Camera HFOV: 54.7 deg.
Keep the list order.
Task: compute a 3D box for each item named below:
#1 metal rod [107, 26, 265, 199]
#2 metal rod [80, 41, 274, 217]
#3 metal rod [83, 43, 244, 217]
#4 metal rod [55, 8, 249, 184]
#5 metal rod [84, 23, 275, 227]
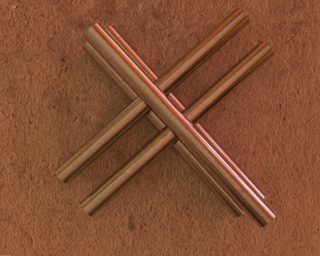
[{"bbox_3d":[0.030,-0.015,0.411,0.025,0.025,0.300,-42,91,0],"label":"metal rod"},{"bbox_3d":[0.022,0.001,0.386,0.300,0.025,0.025,-42,91,-1],"label":"metal rod"},{"bbox_3d":[0.009,-0.001,0.411,0.025,0.025,0.300,-42,91,0],"label":"metal rod"},{"bbox_3d":[-0.009,-0.040,0.386,0.300,0.025,0.025,-42,91,-1],"label":"metal rod"},{"bbox_3d":[0.023,-0.003,0.361,0.025,0.025,0.300,-43,91,0],"label":"metal rod"}]
